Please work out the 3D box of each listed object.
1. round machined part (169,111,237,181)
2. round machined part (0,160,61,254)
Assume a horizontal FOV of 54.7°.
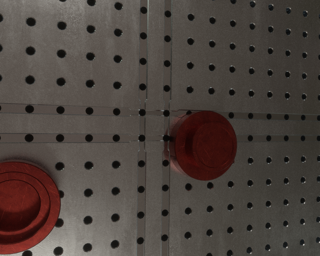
[{"bbox_3d":[0.066,0.025,0.429,0.099,0.042,0.097,0,90,-20],"label":"round machined part"},{"bbox_3d":[-0.163,0.084,0.344,0.099,0.042,0.097,0,90,-21],"label":"round machined part"}]
